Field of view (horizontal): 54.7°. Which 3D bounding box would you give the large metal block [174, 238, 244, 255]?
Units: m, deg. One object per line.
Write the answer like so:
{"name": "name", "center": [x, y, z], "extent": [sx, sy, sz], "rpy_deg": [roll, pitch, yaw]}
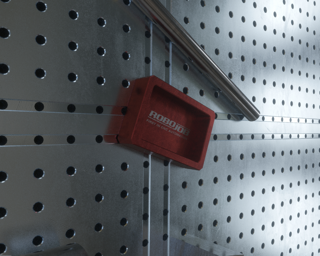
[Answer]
{"name": "large metal block", "center": [0.062, 0.203, 0.426], "extent": [0.050, 0.080, 0.080], "rpy_deg": [16, 80, -39]}

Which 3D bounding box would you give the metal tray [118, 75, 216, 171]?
{"name": "metal tray", "center": [0.015, -0.003, 0.418], "extent": [0.131, 0.030, 0.090], "rpy_deg": [25, 74, -37]}

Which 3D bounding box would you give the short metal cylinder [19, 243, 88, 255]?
{"name": "short metal cylinder", "center": [-0.100, 0.155, 0.290], "extent": [0.050, 0.080, 0.080], "rpy_deg": [2, 89, -40]}

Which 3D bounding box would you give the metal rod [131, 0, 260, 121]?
{"name": "metal rod", "center": [0.066, -0.097, 0.464], "extent": [0.301, 0.025, 0.025], "rpy_deg": [37, 67, -34]}
